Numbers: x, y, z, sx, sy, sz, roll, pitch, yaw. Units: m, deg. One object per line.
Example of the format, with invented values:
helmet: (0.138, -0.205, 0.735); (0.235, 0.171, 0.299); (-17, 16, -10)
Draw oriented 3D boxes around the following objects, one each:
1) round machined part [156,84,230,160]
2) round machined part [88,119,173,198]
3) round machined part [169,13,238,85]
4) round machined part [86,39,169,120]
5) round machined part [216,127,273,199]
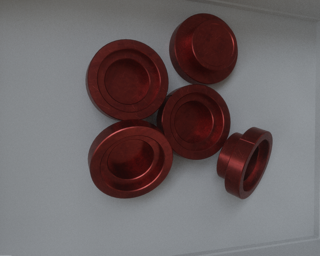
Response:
round machined part: (0.041, -0.008, 0.416); (0.099, 0.042, 0.097); (0, 90, -20)
round machined part: (-0.037, 0.033, 0.375); (0.099, 0.042, 0.097); (-9, 118, -17)
round machined part: (0.066, -0.109, 0.425); (0.099, 0.042, 0.097); (0, 90, -20)
round machined part: (-0.042, -0.056, 0.386); (0.099, 0.042, 0.097); (0, 90, -20)
round machined part: (0.113, 0.044, 0.426); (0.099, 0.042, 0.097); (-30, 131, -42)
